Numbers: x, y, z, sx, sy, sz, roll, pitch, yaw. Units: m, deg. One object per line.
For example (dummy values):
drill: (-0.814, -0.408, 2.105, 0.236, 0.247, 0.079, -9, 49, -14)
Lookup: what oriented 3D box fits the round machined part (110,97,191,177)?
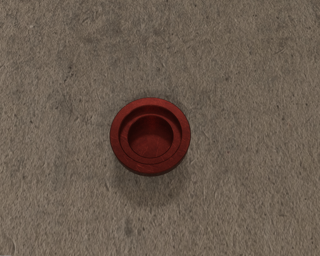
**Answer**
round machined part: (-0.012, 0.014, 0.394, 0.099, 0.042, 0.098, 0, 70, -1)
